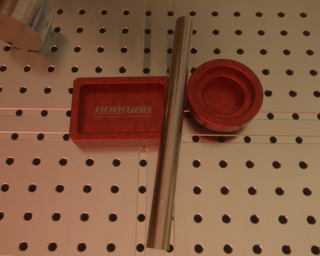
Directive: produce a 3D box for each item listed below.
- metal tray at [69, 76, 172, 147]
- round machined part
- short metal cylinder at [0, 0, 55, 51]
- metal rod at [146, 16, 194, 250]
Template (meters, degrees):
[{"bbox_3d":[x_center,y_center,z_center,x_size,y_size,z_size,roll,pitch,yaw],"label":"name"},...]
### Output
[{"bbox_3d":[-0.050,-0.022,0.416,0.131,0.030,0.090,-1,70,-1],"label":"metal tray"},{"bbox_3d":[0.084,-0.040,0.418,0.099,0.042,0.098,0,70,0],"label":"round machined part"},{"bbox_3d":[-0.197,-0.154,0.437,0.080,0.080,0.050,12,71,4],"label":"short metal cylinder"},{"bbox_3d":[0.016,-0.010,0.382,0.025,0.025,0.299,7,69,2],"label":"metal rod"}]
